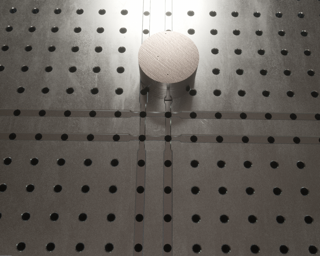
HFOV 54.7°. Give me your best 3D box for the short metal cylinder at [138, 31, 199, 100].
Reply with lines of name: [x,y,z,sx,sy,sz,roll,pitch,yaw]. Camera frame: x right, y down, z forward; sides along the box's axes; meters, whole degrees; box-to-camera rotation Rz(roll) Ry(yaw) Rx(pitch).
short metal cylinder: [0.011,-0.086,0.430,0.081,0.050,0.080,0,70,0]
